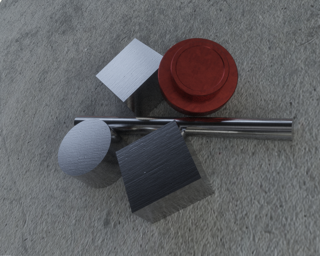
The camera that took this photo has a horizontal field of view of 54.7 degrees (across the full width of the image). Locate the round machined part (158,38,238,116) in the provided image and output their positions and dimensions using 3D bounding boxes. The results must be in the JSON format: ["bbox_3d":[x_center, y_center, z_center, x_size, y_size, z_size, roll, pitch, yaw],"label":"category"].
[{"bbox_3d":[0.047,-0.066,0.379,0.099,0.042,0.098,0,79,0],"label":"round machined part"}]

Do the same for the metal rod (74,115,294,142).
[{"bbox_3d":[0.010,-0.003,0.402,0.300,0.025,0.025,2,63,28],"label":"metal rod"}]

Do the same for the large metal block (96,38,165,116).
[{"bbox_3d":[-0.031,-0.071,0.445,0.080,0.050,0.080,-45,51,-3],"label":"large metal block"}]

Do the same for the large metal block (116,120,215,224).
[{"bbox_3d":[0.005,0.051,0.355,0.080,0.050,0.080,-29,52,9],"label":"large metal block"}]

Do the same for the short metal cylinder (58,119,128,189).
[{"bbox_3d":[-0.086,0.034,0.412,0.080,0.050,0.080,-13,56,20],"label":"short metal cylinder"}]
